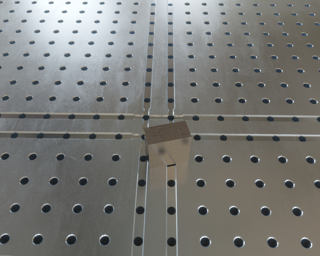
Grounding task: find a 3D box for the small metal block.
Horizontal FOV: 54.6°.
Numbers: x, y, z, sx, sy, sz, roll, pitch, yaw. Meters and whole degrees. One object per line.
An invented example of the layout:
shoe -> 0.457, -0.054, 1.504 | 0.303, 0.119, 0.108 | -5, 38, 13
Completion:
small metal block -> 0.009, 0.021, 0.374 | 0.050, 0.050, 0.025 | -10, 51, -9
